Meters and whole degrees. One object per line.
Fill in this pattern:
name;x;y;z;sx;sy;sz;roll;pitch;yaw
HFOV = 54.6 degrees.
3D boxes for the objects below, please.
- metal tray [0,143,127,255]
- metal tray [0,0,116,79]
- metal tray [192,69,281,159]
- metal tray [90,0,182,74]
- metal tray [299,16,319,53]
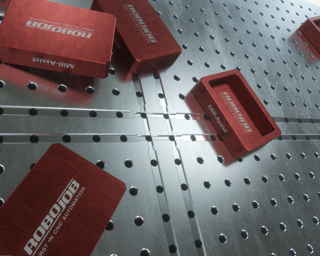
metal tray;-0.101;0.088;0.296;0.090;0.030;0.130;33;51;-7
metal tray;-0.126;-0.116;0.393;0.131;0.030;0.090;8;58;-12
metal tray;0.120;-0.027;0.484;0.091;0.030;0.130;-19;72;-35
metal tray;-0.037;-0.150;0.477;0.091;0.030;0.130;-23;74;-36
metal tray;0.414;-0.235;0.768;0.131;0.030;0.090;-23;74;-36
